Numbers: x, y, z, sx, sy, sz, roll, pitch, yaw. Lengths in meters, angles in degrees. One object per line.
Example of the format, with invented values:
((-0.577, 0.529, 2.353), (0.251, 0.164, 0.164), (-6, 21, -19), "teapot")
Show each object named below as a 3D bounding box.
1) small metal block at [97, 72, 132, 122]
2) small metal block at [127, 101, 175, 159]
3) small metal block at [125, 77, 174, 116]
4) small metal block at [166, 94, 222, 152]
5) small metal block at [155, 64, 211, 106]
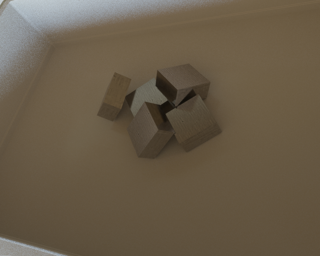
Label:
((-0.067, -0.044, 0.446), (0.050, 0.025, 0.050), (138, 151, -61), "small metal block")
((-0.013, 0.003, 0.392), (0.050, 0.025, 0.050), (-54, 44, 31), "small metal block")
((-0.015, -0.034, 0.431), (0.050, 0.025, 0.050), (-33, 52, 6), "small metal block")
((0.041, -0.006, 0.385), (0.050, 0.025, 0.050), (-31, 52, 7), "small metal block")
((0.029, -0.058, 0.408), (0.050, 0.025, 0.050), (-17, 46, -26), "small metal block")
